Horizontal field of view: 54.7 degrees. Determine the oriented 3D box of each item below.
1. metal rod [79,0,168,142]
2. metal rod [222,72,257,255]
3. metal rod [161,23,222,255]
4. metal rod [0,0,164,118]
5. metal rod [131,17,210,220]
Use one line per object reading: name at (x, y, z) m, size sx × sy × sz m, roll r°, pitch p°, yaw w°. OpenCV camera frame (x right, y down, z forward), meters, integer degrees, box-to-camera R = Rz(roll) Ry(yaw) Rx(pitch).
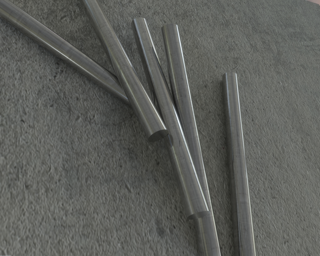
metal rod at (-0.065, -0.111, 0.412) m, size 0.025 × 0.025 × 0.299 m, roll -10°, pitch 60°, yaw -32°
metal rod at (0.108, 0.040, 0.437) m, size 0.025 × 0.025 × 0.300 m, roll 17°, pitch 55°, yaw -19°
metal rod at (0.035, 0.003, 0.389) m, size 0.025 × 0.025 × 0.299 m, roll 0°, pitch 71°, yaw -28°
metal rod at (-0.082, -0.071, 0.402) m, size 0.301 × 0.025 × 0.025 m, roll 35°, pitch 51°, yaw -5°
metal rod at (0.004, -0.034, 0.393) m, size 0.025 × 0.025 × 0.299 m, roll 2°, pitch 55°, yaw -27°
